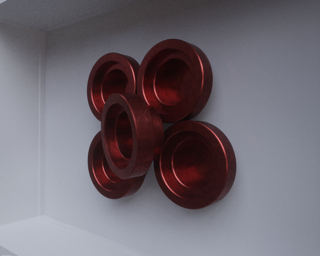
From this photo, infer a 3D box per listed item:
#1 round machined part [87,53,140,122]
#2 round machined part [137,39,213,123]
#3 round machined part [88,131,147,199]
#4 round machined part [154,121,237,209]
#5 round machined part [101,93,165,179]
[{"bbox_3d":[-0.056,-0.054,0.437,0.098,0.042,0.097,0,90,39],"label":"round machined part"},{"bbox_3d":[0.021,-0.054,0.374,0.098,0.042,0.097,0,90,39],"label":"round machined part"},{"bbox_3d":[-0.054,0.048,0.436,0.098,0.042,0.097,0,90,39],"label":"round machined part"},{"bbox_3d":[0.043,0.040,0.356,0.098,0.042,0.097,0,90,39],"label":"round machined part"},{"bbox_3d":[-0.030,0.007,0.361,0.098,0.042,0.097,14,106,56],"label":"round machined part"}]
